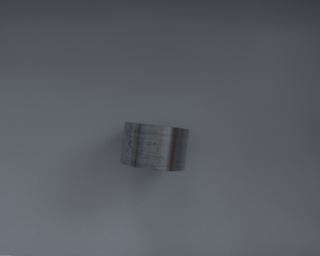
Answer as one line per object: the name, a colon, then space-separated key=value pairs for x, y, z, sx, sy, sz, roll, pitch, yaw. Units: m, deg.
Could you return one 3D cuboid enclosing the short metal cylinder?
short metal cylinder: x=-0.006 y=0.022 z=0.384 sx=0.081 sy=0.080 sz=0.050 roll=7 pitch=90 yaw=-1
